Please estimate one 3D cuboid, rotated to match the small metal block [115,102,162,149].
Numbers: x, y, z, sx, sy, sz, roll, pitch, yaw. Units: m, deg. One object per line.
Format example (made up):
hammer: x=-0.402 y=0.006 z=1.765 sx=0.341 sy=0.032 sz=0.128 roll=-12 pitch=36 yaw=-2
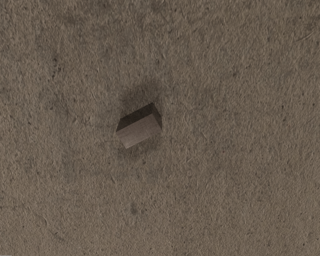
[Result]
small metal block: x=-0.025 y=-0.004 z=0.395 sx=0.050 sy=0.050 sz=0.025 roll=-27 pitch=108 yaw=9
